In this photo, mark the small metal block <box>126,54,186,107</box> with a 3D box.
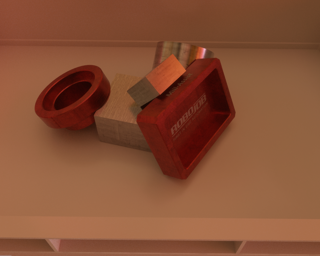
[{"bbox_3d":[-0.005,-0.055,0.366,0.025,0.050,0.050,51,59,-10],"label":"small metal block"}]

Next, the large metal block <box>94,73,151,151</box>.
[{"bbox_3d":[-0.029,-0.021,0.404,0.080,0.050,0.080,11,51,9],"label":"large metal block"}]

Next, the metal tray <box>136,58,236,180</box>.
[{"bbox_3d":[0.038,-0.014,0.372,0.030,0.090,0.131,8,44,43],"label":"metal tray"}]

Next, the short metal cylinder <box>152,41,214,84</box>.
[{"bbox_3d":[0.031,-0.085,0.431,0.080,0.080,0.050,13,95,10],"label":"short metal cylinder"}]

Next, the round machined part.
[{"bbox_3d":[-0.108,-0.035,0.405,0.098,0.042,0.098,-16,42,15],"label":"round machined part"}]
